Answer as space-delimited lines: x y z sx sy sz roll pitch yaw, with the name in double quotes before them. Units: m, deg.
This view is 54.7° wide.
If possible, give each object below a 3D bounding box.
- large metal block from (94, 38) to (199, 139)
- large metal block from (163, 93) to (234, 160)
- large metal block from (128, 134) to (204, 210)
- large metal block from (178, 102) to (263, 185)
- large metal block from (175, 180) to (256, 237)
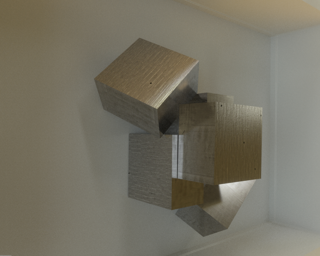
"large metal block" -0.012 -0.047 0.349 0.080 0.080 0.050 -51 155 -28
"large metal block" 0.048 -0.001 0.407 0.050 0.080 0.080 1 89 -40
"large metal block" 0.006 0.047 0.374 0.050 0.080 0.080 1 89 -40
"large metal block" 0.067 0.016 0.340 0.081 0.050 0.080 2 89 -40
"large metal block" 0.074 0.094 0.421 0.050 0.080 0.080 38 61 5
